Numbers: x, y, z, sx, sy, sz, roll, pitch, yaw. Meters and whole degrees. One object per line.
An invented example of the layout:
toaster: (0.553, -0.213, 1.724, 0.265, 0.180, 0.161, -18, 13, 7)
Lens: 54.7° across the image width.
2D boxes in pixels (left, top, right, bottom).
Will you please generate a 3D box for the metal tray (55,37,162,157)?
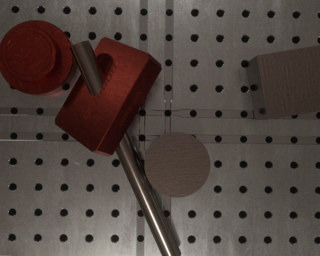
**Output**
metal tray: (-0.067, -0.041, 0.386, 0.090, 0.030, 0.130, 30, 90, 35)

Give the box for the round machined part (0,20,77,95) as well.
round machined part: (-0.162, -0.092, 0.403, 0.099, 0.042, 0.097, 0, 90, -1)

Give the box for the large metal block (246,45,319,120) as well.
large metal block: (0.165, -0.056, 0.403, 0.081, 0.050, 0.080, -10, 90, -1)

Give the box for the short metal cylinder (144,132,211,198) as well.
short metal cylinder: (0.021, 0.045, 0.401, 0.081, 0.050, 0.079, 0, 90, -1)

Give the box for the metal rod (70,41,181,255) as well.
metal rod: (-0.041, 0.035, 0.396, 0.025, 0.025, 0.299, -23, 97, 0)
